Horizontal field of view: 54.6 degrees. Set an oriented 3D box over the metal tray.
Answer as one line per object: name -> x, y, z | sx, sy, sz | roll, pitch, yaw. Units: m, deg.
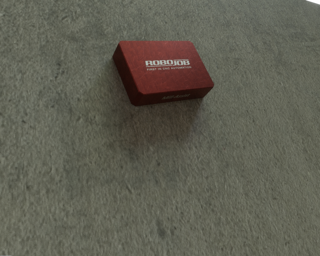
metal tray -> 0.007, -0.084, 0.455 | 0.131, 0.030, 0.090 | -10, 67, -32
